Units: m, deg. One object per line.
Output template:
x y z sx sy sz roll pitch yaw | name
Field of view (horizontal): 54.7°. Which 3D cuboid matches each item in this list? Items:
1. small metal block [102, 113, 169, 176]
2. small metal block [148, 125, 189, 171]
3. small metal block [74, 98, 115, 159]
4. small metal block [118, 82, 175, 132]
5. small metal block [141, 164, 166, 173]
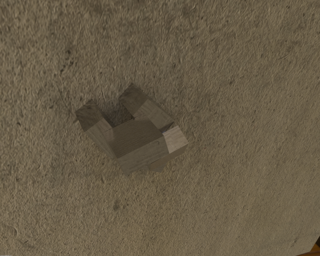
-0.026 0.016 0.324 0.050 0.050 0.025 -26 128 -13 | small metal block
0.004 0.026 0.380 0.050 0.025 0.050 -28 166 -11 | small metal block
-0.068 0.001 0.357 0.025 0.050 0.050 -39 130 -3 | small metal block
-0.016 -0.023 0.371 0.025 0.050 0.050 -49 129 6 | small metal block
-0.012 0.030 0.422 0.050 0.025 0.050 17 109 -35 | small metal block
